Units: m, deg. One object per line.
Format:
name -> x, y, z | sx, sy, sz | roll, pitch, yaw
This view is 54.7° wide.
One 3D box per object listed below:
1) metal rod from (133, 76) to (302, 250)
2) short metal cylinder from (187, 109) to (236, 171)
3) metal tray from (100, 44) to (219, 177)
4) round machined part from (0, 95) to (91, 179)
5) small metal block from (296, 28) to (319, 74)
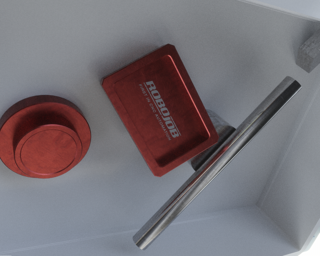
metal rod -> 0.073, 0.050, 0.416 | 0.300, 0.025, 0.025 | -47, 130, 5
short metal cylinder -> 0.067, 0.020, 0.443 | 0.081, 0.050, 0.079 | -14, 125, -21
metal tray -> 0.001, -0.020, 0.362 | 0.090, 0.030, 0.130 | -31, 106, -8
round machined part -> -0.124, 0.017, 0.341 | 0.099, 0.042, 0.097 | -14, 125, -21
small metal block -> 0.229, -0.115, 0.453 | 0.050, 0.025, 0.050 | -44, 156, 2
